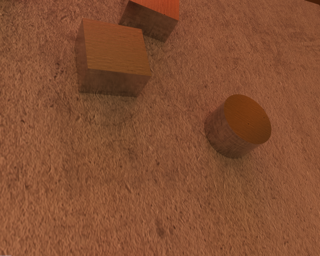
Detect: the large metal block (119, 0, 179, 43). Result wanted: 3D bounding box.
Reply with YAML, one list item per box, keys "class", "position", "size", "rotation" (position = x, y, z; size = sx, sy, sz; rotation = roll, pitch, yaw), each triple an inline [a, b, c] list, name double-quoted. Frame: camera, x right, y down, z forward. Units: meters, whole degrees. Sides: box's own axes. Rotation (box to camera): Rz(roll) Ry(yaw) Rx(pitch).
- class: "large metal block"
  position: [-0.016, -0.195, 0.498]
  size: [0.081, 0.050, 0.080]
  rotation: [16, 55, -19]

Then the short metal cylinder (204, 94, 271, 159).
- class: "short metal cylinder"
  position: [0.112, -0.002, 0.449]
  size: [0.081, 0.050, 0.080]
  rotation: [14, 56, -21]

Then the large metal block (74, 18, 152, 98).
- class: "large metal block"
  position: [-0.064, -0.090, 0.408]
  size: [0.081, 0.050, 0.080]
  rotation: [2, 61, -27]
